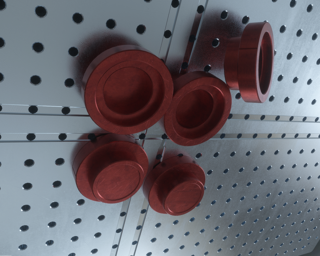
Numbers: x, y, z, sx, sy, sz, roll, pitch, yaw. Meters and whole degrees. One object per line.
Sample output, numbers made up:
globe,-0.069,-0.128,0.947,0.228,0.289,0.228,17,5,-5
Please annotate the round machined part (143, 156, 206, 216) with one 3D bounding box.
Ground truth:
round machined part,0.028,0.094,0.473,0.099,0.042,0.097,-14,124,-21

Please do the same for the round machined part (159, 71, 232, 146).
round machined part,0.041,-0.028,0.404,0.099,0.042,0.097,-14,124,-21

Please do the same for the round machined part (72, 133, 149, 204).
round machined part,-0.060,0.059,0.403,0.099,0.042,0.097,-14,124,-21

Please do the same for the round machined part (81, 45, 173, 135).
round machined part,-0.038,-0.045,0.348,0.099,0.042,0.097,-11,121,-18

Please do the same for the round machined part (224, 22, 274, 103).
round machined part,0.112,-0.081,0.390,0.099,0.042,0.097,-17,110,-58
